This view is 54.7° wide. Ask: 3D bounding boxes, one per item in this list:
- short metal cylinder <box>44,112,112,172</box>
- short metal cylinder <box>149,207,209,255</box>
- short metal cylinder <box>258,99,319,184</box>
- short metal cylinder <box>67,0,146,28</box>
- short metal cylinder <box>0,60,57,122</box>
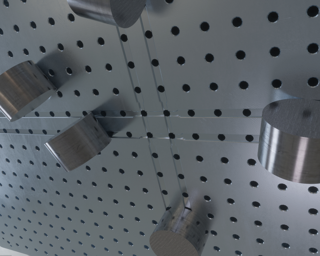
[{"bbox_3d":[-0.118,0.019,0.450,0.080,0.080,0.050,-24,105,36],"label":"short metal cylinder"},{"bbox_3d":[0.031,0.172,0.485,0.080,0.050,0.079,13,124,21],"label":"short metal cylinder"},{"bbox_3d":[0.141,0.010,0.308,0.080,0.080,0.050,10,123,23],"label":"short metal cylinder"},{"bbox_3d":[-0.051,-0.147,0.311,0.050,0.080,0.079,20,126,17],"label":"short metal cylinder"},{"bbox_3d":[-0.199,-0.053,0.448,0.080,0.080,0.050,-32,101,38],"label":"short metal cylinder"}]
